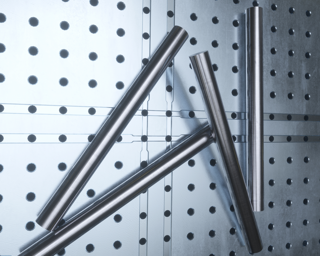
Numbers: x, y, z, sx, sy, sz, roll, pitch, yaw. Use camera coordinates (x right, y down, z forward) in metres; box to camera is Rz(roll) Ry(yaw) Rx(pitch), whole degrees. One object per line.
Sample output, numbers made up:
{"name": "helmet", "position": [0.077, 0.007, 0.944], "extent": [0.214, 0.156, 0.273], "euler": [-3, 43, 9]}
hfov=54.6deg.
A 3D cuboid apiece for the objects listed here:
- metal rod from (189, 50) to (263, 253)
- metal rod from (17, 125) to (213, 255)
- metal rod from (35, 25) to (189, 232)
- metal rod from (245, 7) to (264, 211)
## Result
{"name": "metal rod", "position": [0.095, 0.043, 0.425], "extent": [0.025, 0.025, 0.299], "euler": [-25, 107, -18]}
{"name": "metal rod", "position": [-0.036, 0.077, 0.399], "extent": [0.301, 0.025, 0.025], "euler": [-33, 101, -17]}
{"name": "metal rod", "position": [-0.053, -0.008, 0.392], "extent": [0.025, 0.025, 0.300], "euler": [37, 78, -16]}
{"name": "metal rod", "position": [0.142, -0.028, 0.464], "extent": [0.025, 0.025, 0.298], "euler": [-1, 90, -20]}
